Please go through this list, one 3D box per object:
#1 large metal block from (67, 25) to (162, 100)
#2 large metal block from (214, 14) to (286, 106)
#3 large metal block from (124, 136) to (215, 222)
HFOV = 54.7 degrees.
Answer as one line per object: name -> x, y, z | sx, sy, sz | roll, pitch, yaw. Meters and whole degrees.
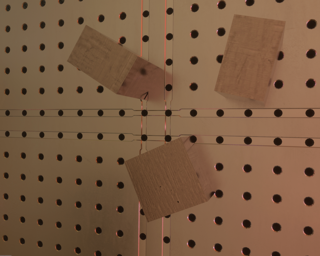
large metal block -> -0.056, -0.082, 0.402 | 0.080, 0.080, 0.050 | 34, 101, 16
large metal block -> 0.102, -0.071, 0.347 | 0.050, 0.080, 0.079 | 16, 95, 19
large metal block -> 0.013, 0.063, 0.394 | 0.080, 0.050, 0.080 | -25, 82, 18
